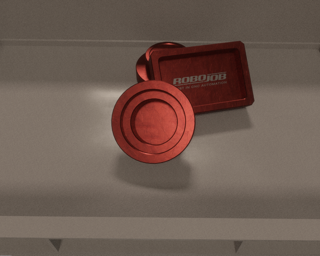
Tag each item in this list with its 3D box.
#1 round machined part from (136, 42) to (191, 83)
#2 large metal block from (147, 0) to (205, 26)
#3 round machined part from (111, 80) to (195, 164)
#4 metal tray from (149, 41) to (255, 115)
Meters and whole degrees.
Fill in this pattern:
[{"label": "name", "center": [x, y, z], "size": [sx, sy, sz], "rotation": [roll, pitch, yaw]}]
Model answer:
[{"label": "round machined part", "center": [0.012, -0.095, 0.474], "size": [0.099, 0.042, 0.098], "rotation": [0, 50, 0]}, {"label": "large metal block", "center": [0.031, -0.252, 0.603], "size": [0.081, 0.050, 0.080], "rotation": [-28, 56, -22]}, {"label": "round machined part", "center": [-0.006, -0.007, 0.379], "size": [0.099, 0.042, 0.097], "rotation": [0, 88, 7]}, {"label": "metal tray", "center": [0.056, -0.065, 0.426], "size": [0.131, 0.030, 0.089], "rotation": [-9, 87, -8]}]
